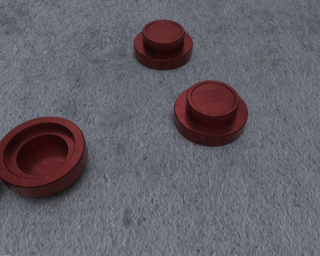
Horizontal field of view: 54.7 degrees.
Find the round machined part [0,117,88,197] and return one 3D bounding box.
[{"bbox_3d":[-0.133,0.036,0.361,0.099,0.042,0.098,0,50,0],"label":"round machined part"}]

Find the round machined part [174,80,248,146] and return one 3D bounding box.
[{"bbox_3d":[0.068,-0.027,0.415,0.099,0.042,0.098,0,50,0],"label":"round machined part"}]

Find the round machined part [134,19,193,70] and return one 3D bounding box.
[{"bbox_3d":[0.005,-0.143,0.512,0.099,0.042,0.098,0,50,0],"label":"round machined part"}]
